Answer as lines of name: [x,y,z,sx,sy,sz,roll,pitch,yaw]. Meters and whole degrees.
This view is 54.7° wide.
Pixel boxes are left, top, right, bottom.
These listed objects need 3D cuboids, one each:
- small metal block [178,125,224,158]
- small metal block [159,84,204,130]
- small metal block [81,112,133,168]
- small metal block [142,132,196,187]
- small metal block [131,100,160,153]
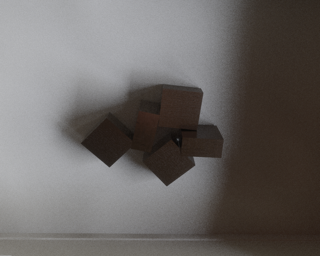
small metal block: [0.052,0.016,0.402,0.050,0.050,0.025,3,110,-2]
small metal block: [0.026,-0.027,0.400,0.050,0.025,0.050,6,110,-3]
small metal block: [-0.068,0.016,0.414,0.050,0.025,0.050,-43,105,14]
small metal block: [0.012,0.043,0.425,0.050,0.025,0.050,-39,106,12]
small metal block: [-0.018,-0.003,0.394,0.025,0.050,0.050,12,110,-5]
